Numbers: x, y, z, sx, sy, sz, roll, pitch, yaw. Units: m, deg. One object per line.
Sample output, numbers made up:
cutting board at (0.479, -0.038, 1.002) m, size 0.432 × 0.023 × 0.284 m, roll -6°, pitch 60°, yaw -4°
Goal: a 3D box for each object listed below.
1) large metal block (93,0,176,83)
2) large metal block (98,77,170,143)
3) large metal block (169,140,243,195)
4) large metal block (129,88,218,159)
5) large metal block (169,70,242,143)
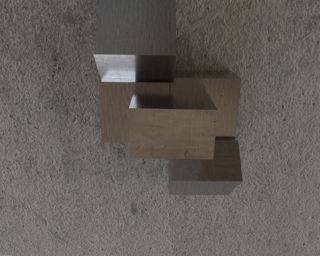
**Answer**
large metal block at (-0.024, -0.098, 0.339) m, size 0.081 × 0.050 × 0.080 m, roll 1°, pitch 66°, yaw 0°
large metal block at (-0.030, -0.028, 0.385) m, size 0.081 × 0.050 × 0.079 m, roll 1°, pitch 110°, yaw -1°
large metal block at (0.053, 0.053, 0.395) m, size 0.081 × 0.080 × 0.050 m, roll 0°, pitch 66°, yaw -1°
large metal block at (0.011, -0.008, 0.326) m, size 0.081 × 0.080 × 0.050 m, roll 1°, pitch 110°, yaw -1°
large metal block at (0.051, -0.028, 0.386) m, size 0.081 × 0.050 × 0.079 m, roll 1°, pitch 110°, yaw -1°
